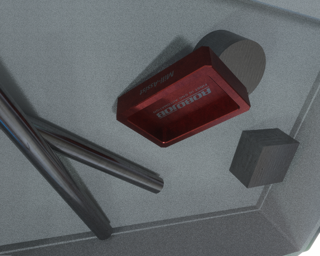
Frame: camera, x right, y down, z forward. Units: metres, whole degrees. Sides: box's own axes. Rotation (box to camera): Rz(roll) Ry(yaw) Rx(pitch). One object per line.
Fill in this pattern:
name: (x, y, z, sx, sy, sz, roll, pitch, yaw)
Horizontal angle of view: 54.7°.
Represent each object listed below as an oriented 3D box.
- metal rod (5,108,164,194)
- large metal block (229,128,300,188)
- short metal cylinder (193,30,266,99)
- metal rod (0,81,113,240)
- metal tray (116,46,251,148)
metal rod: (-0.104, 0.023, 0.367, 0.301, 0.025, 0.025, 32, 100, -39)
large metal block: (0.174, 0.049, 0.521, 0.081, 0.050, 0.079, -3, 120, -27)
short metal cylinder: (0.085, -0.078, 0.392, 0.081, 0.050, 0.079, -14, 124, -21)
metal rod: (-0.117, 0.055, 0.355, 0.025, 0.025, 0.299, -29, 136, -10)
metal tray: (0.025, -0.028, 0.361, 0.130, 0.030, 0.090, -27, 137, 31)
